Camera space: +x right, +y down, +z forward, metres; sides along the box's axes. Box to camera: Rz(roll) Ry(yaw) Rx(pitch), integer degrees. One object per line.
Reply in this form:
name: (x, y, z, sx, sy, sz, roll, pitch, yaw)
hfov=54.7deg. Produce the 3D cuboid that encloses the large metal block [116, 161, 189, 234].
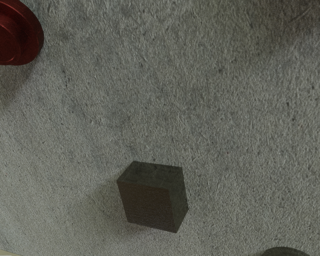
large metal block: (-0.009, 0.100, 0.455, 0.080, 0.050, 0.079, 4, 121, 25)

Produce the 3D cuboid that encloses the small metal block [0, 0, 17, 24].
small metal block: (-0.224, -0.176, 0.414, 0.050, 0.025, 0.050, 46, 129, -5)

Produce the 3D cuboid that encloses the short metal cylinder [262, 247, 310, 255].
short metal cylinder: (0.178, 0.213, 0.428, 0.080, 0.050, 0.079, 13, 124, 20)

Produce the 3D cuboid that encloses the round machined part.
round machined part: (-0.209, -0.122, 0.406, 0.099, 0.042, 0.097, 4, 137, 4)
